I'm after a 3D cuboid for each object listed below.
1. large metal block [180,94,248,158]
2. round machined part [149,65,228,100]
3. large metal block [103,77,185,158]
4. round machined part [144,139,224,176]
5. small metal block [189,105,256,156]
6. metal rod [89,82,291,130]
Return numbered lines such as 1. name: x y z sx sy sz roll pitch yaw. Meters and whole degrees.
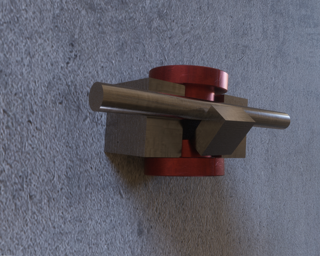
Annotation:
1. large metal block: 0.072 -0.001 0.431 0.050 0.080 0.080 5 87 -40
2. round machined part: 0.034 -0.047 0.387 0.099 0.098 0.042 5 88 -40
3. large metal block: -0.020 -0.009 0.354 0.050 0.080 0.080 6 87 -40
4. round machined part: 0.030 0.037 0.383 0.099 0.098 0.042 6 81 -40
5. small metal block: 0.069 0.004 0.342 0.050 0.025 0.050 2 129 -38
6. metal rod: 0.062 -0.018 0.354 0.302 0.025 0.025 4 88 -40
